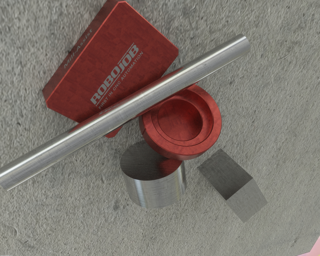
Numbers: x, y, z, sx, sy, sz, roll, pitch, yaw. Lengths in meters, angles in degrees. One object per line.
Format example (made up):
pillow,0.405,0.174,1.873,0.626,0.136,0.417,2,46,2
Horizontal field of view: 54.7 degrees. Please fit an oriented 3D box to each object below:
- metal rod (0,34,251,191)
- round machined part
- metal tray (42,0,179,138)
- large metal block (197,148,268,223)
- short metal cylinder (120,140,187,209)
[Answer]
metal rod,-0.031,-0.023,0.337,0.301,0.025,0.025,-31,129,-9
round machined part,0.022,-0.006,0.382,0.099,0.098,0.042,-16,162,-20
metal tray,-0.052,-0.061,0.338,0.090,0.030,0.130,32,100,-39
large metal block,0.115,0.091,0.493,0.050,0.080,0.080,-40,130,-1
short metal cylinder,-0.007,0.058,0.404,0.081,0.080,0.050,-21,127,-16
